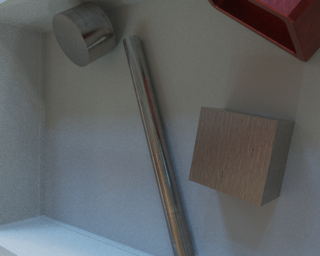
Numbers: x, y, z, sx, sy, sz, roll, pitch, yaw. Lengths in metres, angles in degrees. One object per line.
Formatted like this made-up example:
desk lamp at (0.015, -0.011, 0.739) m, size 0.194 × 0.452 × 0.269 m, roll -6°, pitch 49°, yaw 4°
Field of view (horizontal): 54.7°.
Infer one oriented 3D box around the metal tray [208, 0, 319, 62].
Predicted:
metal tray at (0.087, -0.120, 0.288) m, size 0.130 × 0.090 × 0.030 m, roll 45°, pitch 104°, yaw 30°

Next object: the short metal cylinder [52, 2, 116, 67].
short metal cylinder at (-0.112, -0.137, 0.456) m, size 0.080 × 0.050 × 0.080 m, roll 33°, pitch 145°, yaw 27°

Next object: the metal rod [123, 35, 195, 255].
metal rod at (-0.005, 0.018, 0.408) m, size 0.025 × 0.025 × 0.299 m, roll -23°, pitch 76°, yaw 37°

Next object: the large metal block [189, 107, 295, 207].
large metal block at (0.083, 0.025, 0.321) m, size 0.080 × 0.050 × 0.079 m, roll 15°, pitch 99°, yaw 38°
